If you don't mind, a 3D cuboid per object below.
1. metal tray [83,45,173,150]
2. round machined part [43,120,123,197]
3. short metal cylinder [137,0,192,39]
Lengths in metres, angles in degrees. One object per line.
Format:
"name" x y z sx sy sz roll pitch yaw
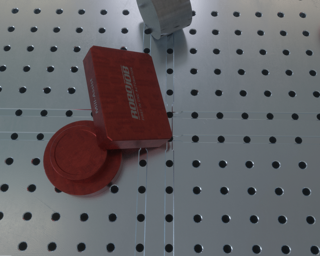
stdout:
"metal tray" -0.042 -0.039 0.400 0.091 0.030 0.130 0 66 -34
"round machined part" -0.098 0.035 0.389 0.099 0.042 0.098 0 70 0
"short metal cylinder" 0.004 -0.176 0.447 0.050 0.080 0.080 -27 72 -9
